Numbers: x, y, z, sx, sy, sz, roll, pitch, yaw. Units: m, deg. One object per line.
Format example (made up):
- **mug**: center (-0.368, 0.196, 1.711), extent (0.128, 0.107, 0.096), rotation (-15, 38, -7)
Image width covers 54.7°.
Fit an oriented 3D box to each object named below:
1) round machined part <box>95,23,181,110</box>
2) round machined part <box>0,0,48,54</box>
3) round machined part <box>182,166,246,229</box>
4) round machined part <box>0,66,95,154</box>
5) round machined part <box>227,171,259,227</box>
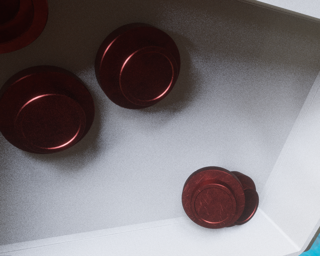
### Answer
- **round machined part**: center (-0.020, -0.064, 0.349), extent (0.099, 0.042, 0.097), rotation (-14, 125, -21)
- **round machined part**: center (-0.140, -0.107, 0.239), extent (0.099, 0.042, 0.098), rotation (-12, 149, -7)
- **round machined part**: center (0.083, 0.112, 0.481), extent (0.099, 0.042, 0.097), rotation (1, 99, 8)
- **round machined part**: center (-0.117, -0.013, 0.327), extent (0.099, 0.042, 0.097), rotation (-14, 125, -21)
- **round machined part**: center (0.132, 0.128, 0.537), extent (0.099, 0.042, 0.097), rotation (-9, 108, -28)
